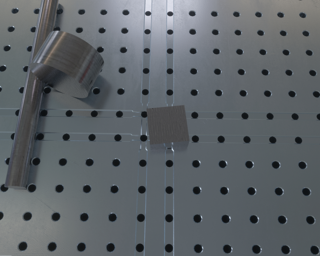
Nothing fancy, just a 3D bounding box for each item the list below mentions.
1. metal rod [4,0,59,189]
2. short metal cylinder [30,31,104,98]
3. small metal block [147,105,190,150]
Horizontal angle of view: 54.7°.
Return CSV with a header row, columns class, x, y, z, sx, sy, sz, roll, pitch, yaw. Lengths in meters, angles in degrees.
class,x,y,z,sx,sy,sz,roll,pitch,yaw
metal rod,-0.175,-0.067,0.434,0.025,0.025,0.299,2,70,0
short metal cylinder,-0.122,-0.082,0.412,0.080,0.080,0.050,20,71,7
small metal block,0.010,0.000,0.412,0.050,0.025,0.050,-6,70,-2
